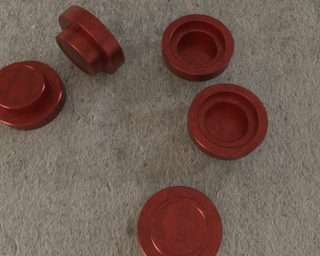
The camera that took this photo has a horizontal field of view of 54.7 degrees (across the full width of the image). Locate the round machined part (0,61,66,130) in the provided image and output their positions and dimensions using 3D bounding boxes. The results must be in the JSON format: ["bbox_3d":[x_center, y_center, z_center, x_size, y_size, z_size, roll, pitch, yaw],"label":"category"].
[{"bbox_3d":[-0.182,-0.049,0.416,0.099,0.042,0.098,0,70,0],"label":"round machined part"}]

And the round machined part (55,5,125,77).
[{"bbox_3d":[-0.097,-0.107,0.407,0.098,0.098,0.042,38,75,12],"label":"round machined part"}]

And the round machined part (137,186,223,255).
[{"bbox_3d":[0.023,0.115,0.357,0.099,0.042,0.098,0,70,0],"label":"round machined part"}]

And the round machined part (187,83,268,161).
[{"bbox_3d":[0.084,-0.005,0.401,0.099,0.042,0.098,0,70,0],"label":"round machined part"}]

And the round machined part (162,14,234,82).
[{"bbox_3d":[0.051,-0.108,0.439,0.099,0.042,0.098,0,70,0],"label":"round machined part"}]
